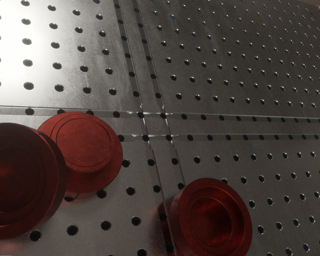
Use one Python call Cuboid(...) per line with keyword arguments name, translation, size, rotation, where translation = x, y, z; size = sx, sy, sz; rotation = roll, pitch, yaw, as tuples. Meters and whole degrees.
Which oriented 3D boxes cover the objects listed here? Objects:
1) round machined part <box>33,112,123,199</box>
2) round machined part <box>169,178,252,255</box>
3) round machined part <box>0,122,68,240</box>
Cuboid(name="round machined part", translation=(-0.087, 0.024, 0.337), size=(0.099, 0.042, 0.098), rotation=(14, 56, -21))
Cuboid(name="round machined part", translation=(0.055, 0.111, 0.361), size=(0.099, 0.042, 0.098), rotation=(14, 56, -21))
Cuboid(name="round machined part", translation=(-0.131, 0.046, 0.279), size=(0.099, 0.042, 0.097), rotation=(-1, 81, 4))
